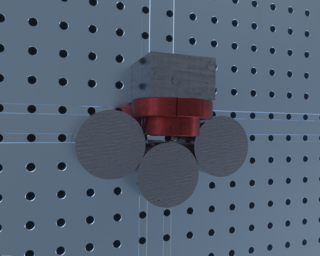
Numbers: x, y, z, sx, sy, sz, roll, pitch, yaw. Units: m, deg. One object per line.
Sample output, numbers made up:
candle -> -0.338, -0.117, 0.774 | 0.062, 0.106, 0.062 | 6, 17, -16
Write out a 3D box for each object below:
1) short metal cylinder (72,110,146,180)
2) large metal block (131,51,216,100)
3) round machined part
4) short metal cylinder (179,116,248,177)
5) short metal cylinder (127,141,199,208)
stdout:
short metal cylinder -> -0.063, 0.019, 0.376 | 0.081, 0.050, 0.079 | 0, 90, -20
large metal block -> 0.014, -0.058, 0.388 | 0.081, 0.080, 0.050 | 1, 90, -20
round machined part -> 0.014, -0.011, 0.377 | 0.099, 0.098, 0.042 | 2, 89, -20
short metal cylinder -> 0.072, 0.024, 0.426 | 0.081, 0.050, 0.079 | 0, 90, -20
short metal cylinder -> 0.003, 0.057, 0.401 | 0.081, 0.050, 0.079 | 0, 90, -20
